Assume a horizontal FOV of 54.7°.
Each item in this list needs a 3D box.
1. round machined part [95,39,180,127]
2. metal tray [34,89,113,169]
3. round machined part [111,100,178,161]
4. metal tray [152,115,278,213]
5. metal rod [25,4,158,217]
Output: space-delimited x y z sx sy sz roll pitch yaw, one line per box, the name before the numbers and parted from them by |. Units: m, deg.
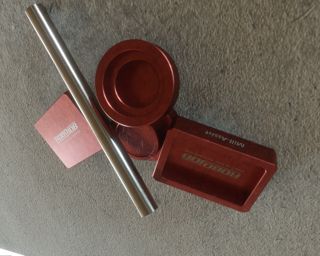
round machined part | -0.023 -0.051 0.364 0.098 0.042 0.097 3 98 21
metal tray | -0.127 0.003 0.460 0.130 0.030 0.090 -29 100 46
round machined part | -0.024 0.004 0.413 0.098 0.042 0.097 13 124 21
metal tray | 0.064 0.047 0.386 0.131 0.030 0.089 20 127 3
metal rod | -0.088 -0.023 0.397 0.025 0.025 0.299 -31 89 38
